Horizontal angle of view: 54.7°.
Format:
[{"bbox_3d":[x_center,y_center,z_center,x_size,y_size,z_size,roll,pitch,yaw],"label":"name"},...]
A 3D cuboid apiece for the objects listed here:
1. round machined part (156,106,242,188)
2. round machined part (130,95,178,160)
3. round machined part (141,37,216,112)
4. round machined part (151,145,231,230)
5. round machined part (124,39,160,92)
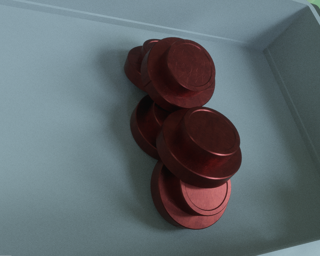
[{"bbox_3d":[0.049,0.014,0.345,0.099,0.042,0.098,15,45,-16],"label":"round machined part"},{"bbox_3d":[0.014,-0.008,0.405,0.099,0.042,0.098,14,55,-20],"label":"round machined part"},{"bbox_3d":[0.029,-0.070,0.385,0.099,0.042,0.098,9,70,-26],"label":"round machined part"},{"bbox_3d":[0.042,0.066,0.357,0.099,0.042,0.098,8,73,-26],"label":"round machined part"},{"bbox_3d":[0.003,-0.089,0.434,0.099,0.042,0.098,15,40,-13],"label":"round machined part"}]
